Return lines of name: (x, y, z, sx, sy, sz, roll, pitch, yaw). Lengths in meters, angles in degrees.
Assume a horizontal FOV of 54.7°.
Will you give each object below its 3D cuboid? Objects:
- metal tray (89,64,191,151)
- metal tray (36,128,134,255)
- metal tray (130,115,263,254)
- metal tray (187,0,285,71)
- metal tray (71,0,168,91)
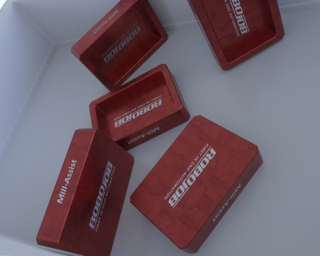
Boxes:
metal tray: (-0.033, -0.024, 0.434, 0.130, 0.030, 0.090, -27, 52, 11)
metal tray: (-0.078, 0.076, 0.358, 0.030, 0.090, 0.130, -2, 61, 28)
metal tray: (0.039, 0.058, 0.346, 0.090, 0.030, 0.130, 33, 80, 38)
metal tray: (0.092, -0.142, 0.375, 0.090, 0.130, 0.030, -30, 44, 9)
metal tray: (-0.058, -0.129, 0.473, 0.130, 0.090, 0.030, -45, 51, -3)
